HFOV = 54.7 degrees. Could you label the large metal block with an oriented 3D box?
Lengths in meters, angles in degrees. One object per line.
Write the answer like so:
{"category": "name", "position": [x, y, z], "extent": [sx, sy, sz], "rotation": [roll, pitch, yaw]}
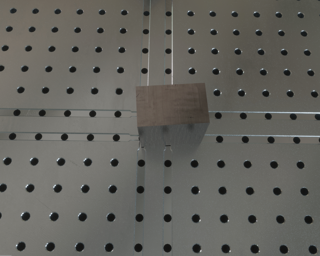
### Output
{"category": "large metal block", "position": [0.013, -0.014, 0.388], "extent": [0.081, 0.080, 0.050], "rotation": [-3, 70, -2]}
